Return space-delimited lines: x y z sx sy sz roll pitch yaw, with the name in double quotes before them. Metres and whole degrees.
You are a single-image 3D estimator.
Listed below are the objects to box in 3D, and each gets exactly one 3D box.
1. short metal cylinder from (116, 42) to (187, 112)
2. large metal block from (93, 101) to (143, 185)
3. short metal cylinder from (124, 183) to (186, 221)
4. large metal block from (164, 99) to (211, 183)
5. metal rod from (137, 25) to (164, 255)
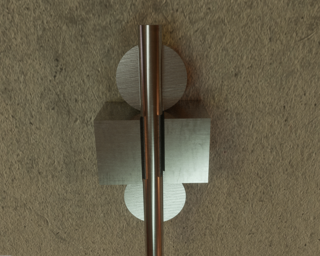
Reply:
"short metal cylinder" -0.009 -0.064 0.374 0.081 0.050 0.079 0 110 0
"large metal block" -0.047 0.015 0.387 0.050 0.080 0.079 -1 110 0
"short metal cylinder" -0.007 0.082 0.428 0.081 0.050 0.079 0 110 0
"large metal block" 0.030 0.013 0.387 0.050 0.080 0.079 -1 110 0
"metal rod" -0.009 0.034 0.369 0.025 0.025 0.298 -1 110 0
